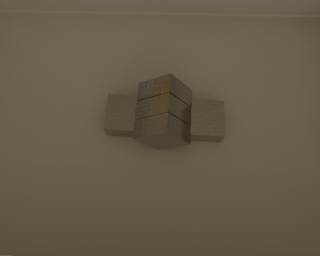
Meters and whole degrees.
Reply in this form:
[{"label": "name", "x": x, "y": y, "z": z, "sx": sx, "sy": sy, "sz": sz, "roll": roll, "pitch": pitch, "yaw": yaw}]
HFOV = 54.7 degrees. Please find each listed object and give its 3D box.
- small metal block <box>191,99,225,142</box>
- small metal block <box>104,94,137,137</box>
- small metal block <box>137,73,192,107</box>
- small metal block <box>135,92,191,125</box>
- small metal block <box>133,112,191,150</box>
[{"label": "small metal block", "x": 0.058, "y": -0.010, "z": 0.413, "sx": 0.050, "sy": 0.025, "sz": 0.050, "roll": 3, "pitch": 70, "yaw": 0}, {"label": "small metal block", "x": -0.045, "y": -0.016, "z": 0.413, "sx": 0.050, "sy": 0.025, "sz": 0.050, "roll": 4, "pitch": 70, "yaw": 1}, {"label": "small metal block", "x": 0.007, "y": -0.042, "z": 0.399, "sx": 0.050, "sy": 0.050, "sz": 0.025, "roll": -11, "pitch": 65, "yaw": 35}, {"label": "small metal block", "x": 0.005, "y": -0.018, "z": 0.391, "sx": 0.050, "sy": 0.050, "sz": 0.025, "roll": -12, "pitch": 65, "yaw": 34}, {"label": "small metal block", "x": 0.003, "y": 0.005, "z": 0.382, "sx": 0.050, "sy": 0.050, "sz": 0.025, "roll": -12, "pitch": 65, "yaw": 34}]
